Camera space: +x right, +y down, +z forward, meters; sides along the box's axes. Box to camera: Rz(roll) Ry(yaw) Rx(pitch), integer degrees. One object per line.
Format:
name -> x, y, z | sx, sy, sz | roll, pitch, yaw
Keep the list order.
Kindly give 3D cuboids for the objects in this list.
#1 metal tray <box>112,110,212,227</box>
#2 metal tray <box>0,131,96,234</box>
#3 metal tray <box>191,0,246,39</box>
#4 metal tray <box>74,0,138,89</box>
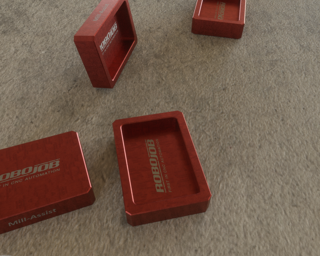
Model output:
metal tray -> -0.003, 0.041, 0.365 | 0.091, 0.030, 0.130 | -9, 51, -8
metal tray -> -0.148, 0.060, 0.347 | 0.131, 0.030, 0.090 | -16, 52, -13
metal tray -> 0.114, -0.223, 0.588 | 0.090, 0.030, 0.130 | 9, 50, 7
metal tray -> -0.076, -0.134, 0.469 | 0.030, 0.090, 0.130 | 5, 50, 17
